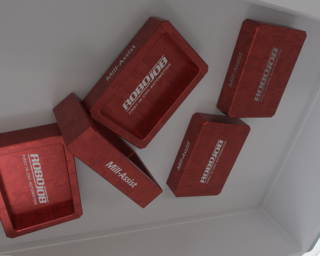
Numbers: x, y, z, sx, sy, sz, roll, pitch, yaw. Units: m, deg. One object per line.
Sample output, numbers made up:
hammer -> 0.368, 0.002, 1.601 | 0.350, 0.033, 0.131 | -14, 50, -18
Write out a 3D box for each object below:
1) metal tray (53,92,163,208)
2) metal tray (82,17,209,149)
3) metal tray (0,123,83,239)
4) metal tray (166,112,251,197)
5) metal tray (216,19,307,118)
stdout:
metal tray -> -0.057, 0.027, 0.351 | 0.030, 0.090, 0.130 | -41, 130, -1
metal tray -> -0.014, -0.049, 0.359 | 0.130, 0.030, 0.090 | -51, 130, 2
metal tray -> -0.146, 0.063, 0.364 | 0.091, 0.030, 0.129 | -12, 124, -22
metal tray -> 0.073, 0.044, 0.472 | 0.091, 0.030, 0.129 | 5, 116, -31
metal tray -> 0.140, -0.078, 0.433 | 0.091, 0.030, 0.129 | -1, 119, -28
